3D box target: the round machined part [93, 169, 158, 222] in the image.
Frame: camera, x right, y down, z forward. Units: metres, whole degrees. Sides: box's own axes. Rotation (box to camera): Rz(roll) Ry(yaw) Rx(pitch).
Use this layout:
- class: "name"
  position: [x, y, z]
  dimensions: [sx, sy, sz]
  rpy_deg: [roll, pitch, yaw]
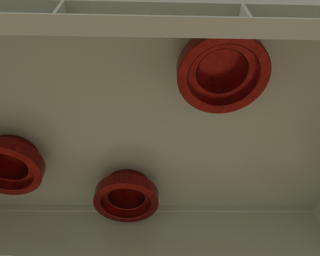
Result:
- class: "round machined part"
  position: [-0.052, 0.102, 0.484]
  dimensions: [0.099, 0.042, 0.097]
  rpy_deg: [-1, 130, 0]

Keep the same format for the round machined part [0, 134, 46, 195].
- class: "round machined part"
  position: [-0.211, 0.047, 0.435]
  dimensions: [0.099, 0.042, 0.097]
  rpy_deg: [-1, 130, 0]

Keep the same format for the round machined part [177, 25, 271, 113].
- class: "round machined part"
  position: [0.067, -0.067, 0.342]
  dimensions: [0.099, 0.042, 0.097]
  rpy_deg: [-1, 130, 0]
